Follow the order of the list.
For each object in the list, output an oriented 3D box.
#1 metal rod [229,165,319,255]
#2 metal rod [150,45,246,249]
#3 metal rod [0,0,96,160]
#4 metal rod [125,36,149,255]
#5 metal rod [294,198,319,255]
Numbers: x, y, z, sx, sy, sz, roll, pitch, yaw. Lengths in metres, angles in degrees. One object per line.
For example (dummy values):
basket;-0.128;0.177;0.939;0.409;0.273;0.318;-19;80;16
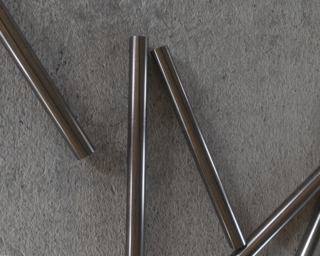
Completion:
metal rod;0.169;0.150;0.471;0.301;0.025;0.025;-38;102;-16
metal rod;0.056;0.032;0.429;0.025;0.025;0.299;-26;99;-18
metal rod;-0.162;-0.095;0.348;0.025;0.025;0.299;-33;101;-17
metal rod;-0.030;0.034;0.397;0.025;0.025;0.298;1;90;-20
metal rod;0.298;0.083;0.518;0.025;0.025;0.300;33;79;-17
